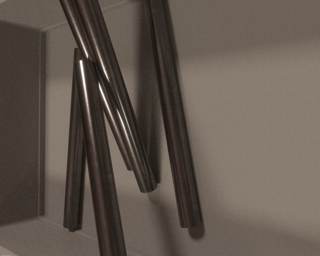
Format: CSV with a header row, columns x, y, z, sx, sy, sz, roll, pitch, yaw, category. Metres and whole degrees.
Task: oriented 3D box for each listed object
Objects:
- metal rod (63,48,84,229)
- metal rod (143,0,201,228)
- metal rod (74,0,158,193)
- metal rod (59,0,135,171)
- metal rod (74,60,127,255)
x,y,z,sx,sy,sz,roll,pitch,yaw,category
-0.140,0.019,0.519,0.025,0.025,0.298,8,95,39,metal rod
0.014,-0.028,0.393,0.025,0.025,0.298,-15,81,39,metal rod
-0.056,-0.054,0.372,0.025,0.025,0.298,0,115,40,metal rod
-0.080,-0.079,0.384,0.025,0.025,0.298,-1,117,40,metal rod
-0.057,0.065,0.316,0.025,0.025,0.299,-27,67,36,metal rod
